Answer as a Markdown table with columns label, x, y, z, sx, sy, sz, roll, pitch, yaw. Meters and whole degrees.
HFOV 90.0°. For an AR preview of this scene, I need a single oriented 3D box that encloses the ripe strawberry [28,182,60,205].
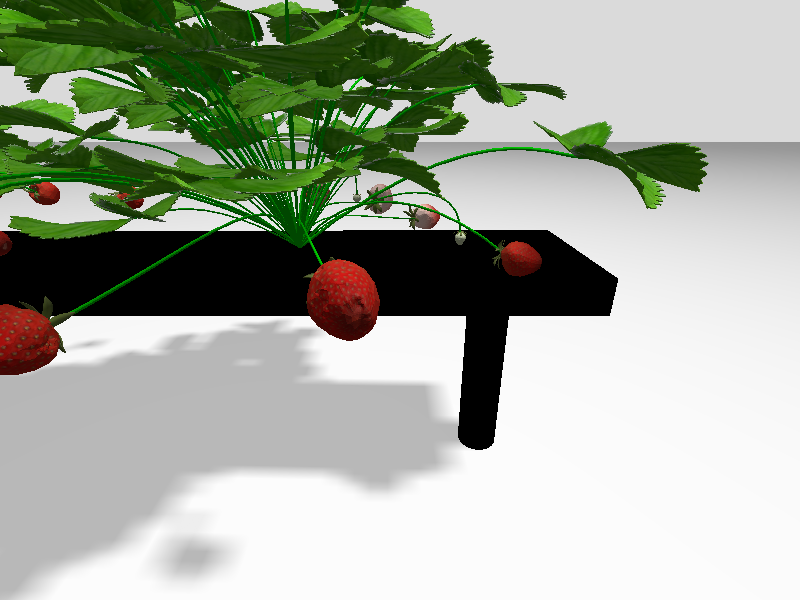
| label | x | y | z | sx | sy | sz | roll | pitch | yaw |
| --- | --- | --- | --- | --- | --- | --- | --- | --- | --- |
| ripe strawberry | -0.499 | -0.151 | 0.565 | 0.032 | 0.034 | 0.035 | 4 | 13 | 9 |

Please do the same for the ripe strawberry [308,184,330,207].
| label | x | y | z | sx | sy | sz | roll | pitch | yaw |
| --- | --- | --- | --- | --- | --- | --- | --- | --- | --- |
| ripe strawberry | -0.109 | -0.142 | 0.537 | 0.031 | 0.035 | 0.034 | -2 | 6 | -5 |

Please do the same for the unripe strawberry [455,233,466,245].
| label | x | y | z | sx | sy | sz | roll | pitch | yaw |
| --- | --- | --- | --- | --- | --- | --- | --- | --- | --- |
| unripe strawberry | 0.053 | -0.054 | 0.352 | 0.010 | 0.011 | 0.011 | 1 | 23 | 2 |

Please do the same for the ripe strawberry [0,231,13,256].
| label | x | y | z | sx | sy | sz | roll | pitch | yaw |
| --- | --- | --- | --- | --- | --- | --- | --- | --- | --- |
| ripe strawberry | -0.332 | -0.046 | 0.324 | 0.030 | 0.026 | 0.030 | 12 | 25 | 5 |

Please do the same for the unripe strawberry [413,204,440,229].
| label | x | y | z | sx | sy | sz | roll | pitch | yaw |
| --- | --- | --- | --- | --- | --- | --- | --- | --- | --- |
| unripe strawberry | 0.028 | -0.088 | 0.419 | 0.031 | 0.026 | 0.031 | -13 | 26 | -28 |

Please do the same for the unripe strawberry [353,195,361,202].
| label | x | y | z | sx | sy | sz | roll | pitch | yaw |
| --- | --- | --- | --- | --- | --- | --- | --- | --- | --- |
| unripe strawberry | -0.058 | -0.137 | 0.542 | 0.011 | 0.011 | 0.010 | 4 | 24 | 8 |

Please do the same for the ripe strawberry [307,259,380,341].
| label | x | y | z | sx | sy | sz | roll | pitch | yaw |
| --- | --- | --- | --- | --- | --- | --- | --- | --- | --- |
| ripe strawberry | -0.027 | 0.002 | 0.196 | 0.036 | 0.041 | 0.039 | -8 | 25 | -19 |

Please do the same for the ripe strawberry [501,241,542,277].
| label | x | y | z | sx | sy | sz | roll | pitch | yaw |
| --- | --- | --- | --- | --- | --- | --- | --- | --- | --- |
| ripe strawberry | 0.087 | -0.029 | 0.286 | 0.029 | 0.024 | 0.029 | 18 | 28 | 17 |

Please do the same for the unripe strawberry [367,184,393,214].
| label | x | y | z | sx | sy | sz | roll | pitch | yaw |
| --- | --- | --- | --- | --- | --- | --- | --- | --- | --- |
| unripe strawberry | -0.023 | -0.126 | 0.497 | 0.032 | 0.037 | 0.035 | 10 | 25 | 21 |

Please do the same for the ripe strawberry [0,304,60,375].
| label | x | y | z | sx | sy | sz | roll | pitch | yaw |
| --- | --- | --- | --- | --- | --- | --- | --- | --- | --- |
| ripe strawberry | -0.167 | 0.019 | 0.168 | 0.035 | 0.031 | 0.032 | 8 | 25 | 19 |

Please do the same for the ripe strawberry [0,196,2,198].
| label | x | y | z | sx | sy | sz | roll | pitch | yaw |
| --- | --- | --- | --- | --- | --- | --- | --- | --- | --- |
| ripe strawberry | -0.568 | -0.147 | 0.559 | 0.021 | 0.021 | 0.018 | -3 | 23 | -7 |

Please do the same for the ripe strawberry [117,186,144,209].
| label | x | y | z | sx | sy | sz | roll | pitch | yaw |
| --- | --- | --- | --- | --- | --- | --- | --- | --- | --- |
| ripe strawberry | -0.350 | -0.132 | 0.521 | 0.027 | 0.030 | 0.029 | 23 | -11 | 42 |
